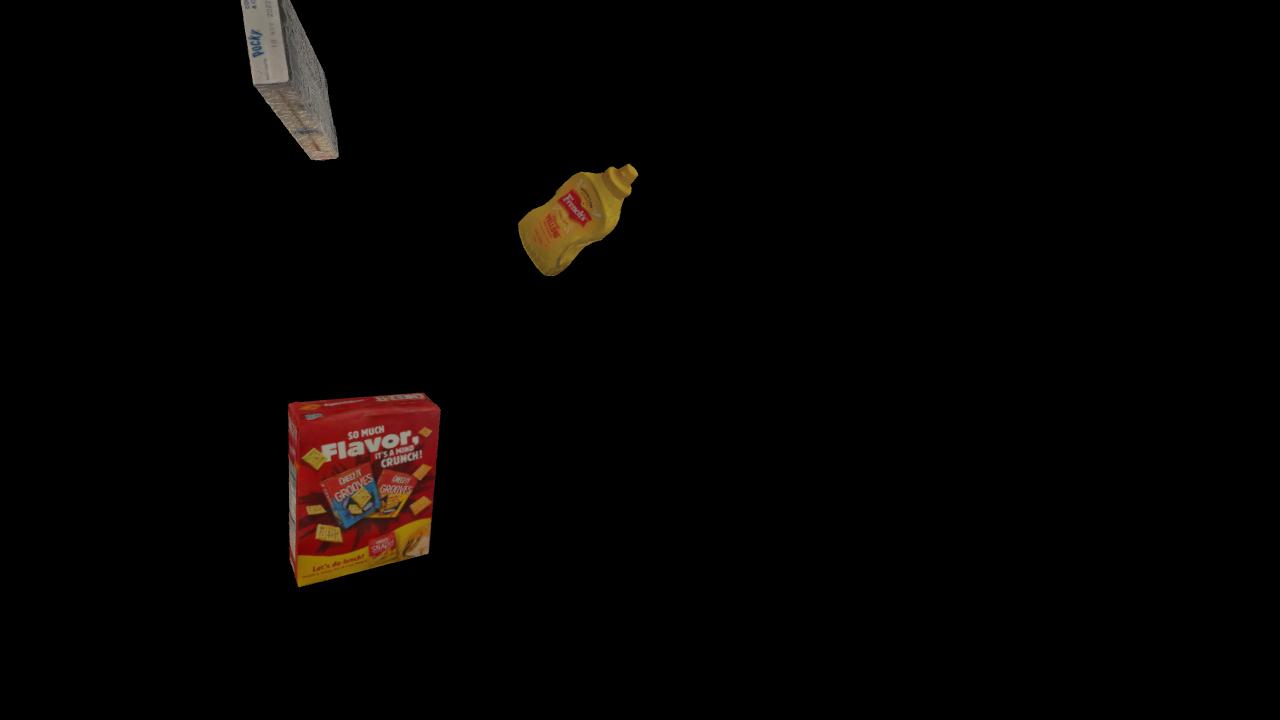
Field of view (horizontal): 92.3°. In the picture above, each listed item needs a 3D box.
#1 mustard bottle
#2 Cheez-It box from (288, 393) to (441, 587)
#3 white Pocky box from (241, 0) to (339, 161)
[{"bbox_3d":[-0.075,-0.194,0.803,0.184,0.092,0.054,-32,-16,28],"label":"mustard bottle"},{"bbox_3d":[-0.354,0.159,0.787,0.166,0.223,0.071,-4,21,-39],"label":"Cheez-It box"},{"bbox_3d":[-0.279,-0.229,0.497,0.028,0.084,0.154,-9,1,-15],"label":"white Pocky box"}]
